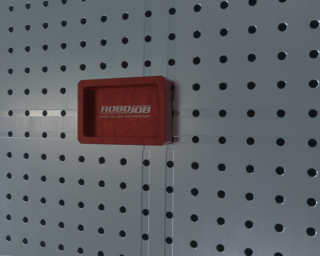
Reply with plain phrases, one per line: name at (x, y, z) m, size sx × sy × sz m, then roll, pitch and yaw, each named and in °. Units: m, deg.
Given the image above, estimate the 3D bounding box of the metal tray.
metal tray at (-0.050, -0.022, 0.427) m, size 0.130 × 0.030 × 0.090 m, roll 0°, pitch 90°, yaw 20°
